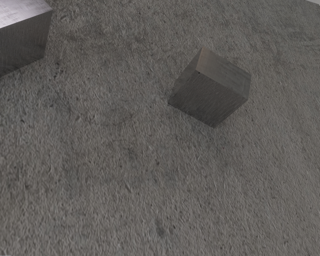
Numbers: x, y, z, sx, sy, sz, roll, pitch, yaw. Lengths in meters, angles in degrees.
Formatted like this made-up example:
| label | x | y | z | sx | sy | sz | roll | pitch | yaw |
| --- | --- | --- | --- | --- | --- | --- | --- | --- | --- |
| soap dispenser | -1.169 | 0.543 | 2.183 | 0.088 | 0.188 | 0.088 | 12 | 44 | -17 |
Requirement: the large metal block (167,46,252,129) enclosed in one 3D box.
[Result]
| label | x | y | z | sx | sy | sz | roll | pitch | yaw |
| --- | --- | --- | --- | --- | --- | --- | --- | --- | --- |
| large metal block | 0.069 | -0.055 | 0.439 | 0.080 | 0.080 | 0.050 | 27 | 52 | -11 |

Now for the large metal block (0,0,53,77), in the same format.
| label | x | y | z | sx | sy | sz | roll | pitch | yaw |
| --- | --- | --- | --- | --- | --- | --- | --- | --- | --- |
| large metal block | -0.173 | -0.105 | 0.340 | 0.050 | 0.080 | 0.080 | 45 | 51 | 3 |

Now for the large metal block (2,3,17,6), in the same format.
| label | x | y | z | sx | sy | sz | roll | pitch | yaw |
| --- | --- | --- | --- | --- | --- | --- | --- | --- | --- |
| large metal block | -0.214 | -0.201 | 0.395 | 0.081 | 0.050 | 0.080 | -15 | 70 | -34 |
